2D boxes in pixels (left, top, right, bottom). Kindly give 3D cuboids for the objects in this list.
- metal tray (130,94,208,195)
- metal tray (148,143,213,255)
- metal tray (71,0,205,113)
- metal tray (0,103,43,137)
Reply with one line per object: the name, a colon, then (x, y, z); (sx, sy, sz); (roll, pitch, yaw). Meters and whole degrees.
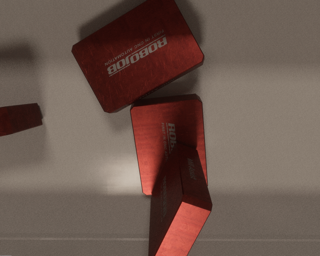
metal tray: (0.014, 0.024, 0.418); (0.091, 0.030, 0.129); (-6, 110, 1)
metal tray: (0.018, 0.083, 0.354); (0.030, 0.130, 0.089); (21, 109, -8)
metal tray: (-0.025, -0.085, 0.363); (0.130, 0.030, 0.090); (-28, 90, 9)
metal tray: (-0.222, -0.001, 0.369); (0.131, 0.090, 0.030); (-11, 97, 2)
